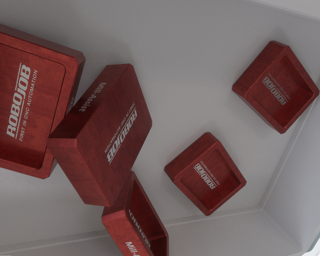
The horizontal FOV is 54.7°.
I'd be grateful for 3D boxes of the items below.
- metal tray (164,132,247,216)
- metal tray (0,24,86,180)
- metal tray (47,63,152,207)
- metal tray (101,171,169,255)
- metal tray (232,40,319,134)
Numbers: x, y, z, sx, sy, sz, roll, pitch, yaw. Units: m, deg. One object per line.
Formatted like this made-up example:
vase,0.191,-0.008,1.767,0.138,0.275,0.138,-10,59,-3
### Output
metal tray,0.076,0.077,0.494,0.090,0.030,0.130,-40,130,-1
metal tray,-0.133,-0.022,0.295,0.091,0.030,0.129,18,111,-8
metal tray,-0.052,0.003,0.323,0.030,0.130,0.090,0,131,23
metal tray,-0.027,0.133,0.410,0.030,0.090,0.129,-21,113,11
metal tray,0.178,-0.056,0.467,0.130,0.030,0.090,33,100,-38
